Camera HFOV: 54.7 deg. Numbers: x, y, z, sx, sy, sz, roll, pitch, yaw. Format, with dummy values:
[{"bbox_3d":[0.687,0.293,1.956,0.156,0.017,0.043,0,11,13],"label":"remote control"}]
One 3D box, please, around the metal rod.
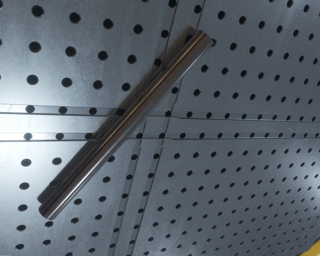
[{"bbox_3d":[-0.045,0.000,0.387,0.300,0.025,0.025,-47,130,5],"label":"metal rod"}]
